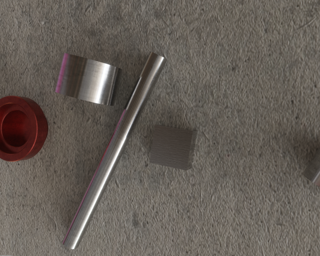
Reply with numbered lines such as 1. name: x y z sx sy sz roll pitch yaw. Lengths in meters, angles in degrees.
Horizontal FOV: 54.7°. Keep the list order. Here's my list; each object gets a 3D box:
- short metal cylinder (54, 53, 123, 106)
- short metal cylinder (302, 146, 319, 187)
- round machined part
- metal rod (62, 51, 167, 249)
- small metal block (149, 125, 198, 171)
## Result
1. short metal cylinder: -0.095 -0.064 0.413 0.080 0.080 0.050 17 96 19
2. short metal cylinder: 0.195 0.047 0.311 0.080 0.080 0.050 31 100 17
3. round machined part: -0.213 0.001 0.475 0.098 0.042 0.097 0 90 20
4. metal rod: -0.066 0.037 0.432 0.025 0.025 0.298 29 99 17
5. small metal block: 0.018 0.024 0.403 0.050 0.025 0.050 10 93 19
